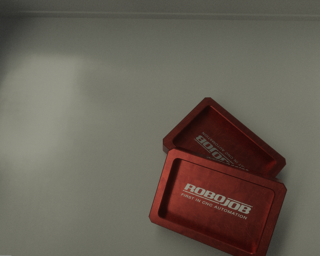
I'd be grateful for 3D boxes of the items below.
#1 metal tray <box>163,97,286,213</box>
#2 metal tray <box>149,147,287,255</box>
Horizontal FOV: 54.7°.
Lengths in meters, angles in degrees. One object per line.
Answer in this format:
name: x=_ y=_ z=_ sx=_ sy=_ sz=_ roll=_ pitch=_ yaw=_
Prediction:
metal tray: x=0.079 y=0.034 z=0.394 sx=0.130 sy=0.030 sz=0.090 roll=42 pitch=75 yaw=13
metal tray: x=0.062 y=0.082 z=0.348 sx=0.130 sy=0.030 sz=0.089 roll=17 pitch=94 yaw=16
